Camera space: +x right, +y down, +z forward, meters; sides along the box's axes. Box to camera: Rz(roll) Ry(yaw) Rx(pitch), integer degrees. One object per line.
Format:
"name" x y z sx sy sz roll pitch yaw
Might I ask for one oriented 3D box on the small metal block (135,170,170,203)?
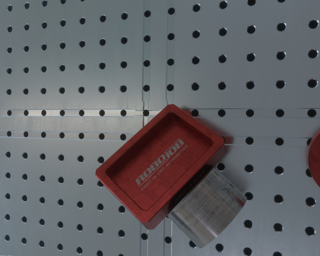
"small metal block" -0.007 0.079 0.402 0.050 0.050 0.025 44 104 14

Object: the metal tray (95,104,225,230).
"metal tray" 0.002 0.041 0.366 0.130 0.030 0.090 -43 60 -17

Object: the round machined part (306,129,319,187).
"round machined part" 0.212 0.035 0.329 0.098 0.042 0.097 0 90 20

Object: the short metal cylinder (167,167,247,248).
"short metal cylinder" 0.054 0.092 0.363 0.050 0.080 0.080 44 104 11
